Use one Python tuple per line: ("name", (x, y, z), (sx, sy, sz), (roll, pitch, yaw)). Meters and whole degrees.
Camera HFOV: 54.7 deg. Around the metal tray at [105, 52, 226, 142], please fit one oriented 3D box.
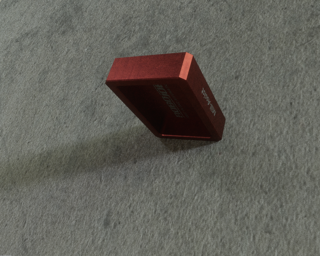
("metal tray", (0.012, -0.028, 0.346), (0.090, 0.130, 0.030), (2, 63, 29))
